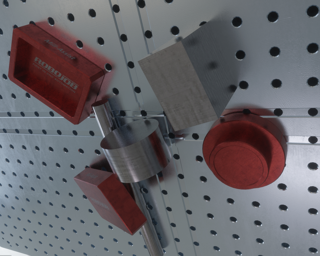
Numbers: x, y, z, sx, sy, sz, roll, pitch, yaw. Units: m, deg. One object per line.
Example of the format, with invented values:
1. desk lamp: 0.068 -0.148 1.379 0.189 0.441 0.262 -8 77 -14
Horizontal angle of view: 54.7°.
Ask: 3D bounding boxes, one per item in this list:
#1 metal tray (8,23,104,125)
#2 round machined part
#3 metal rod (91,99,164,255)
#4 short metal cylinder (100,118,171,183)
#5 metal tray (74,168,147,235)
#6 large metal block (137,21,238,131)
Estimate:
1. metal tray: -0.151 -0.075 0.440 0.130 0.030 0.089 34 129 5
2. round machined part: 0.098 0.034 0.370 0.098 0.042 0.097 13 124 20
3. metal rod: -0.045 0.096 0.493 0.025 0.025 0.298 -3 117 29
4. short metal cylinder: -0.031 0.028 0.410 0.080 0.080 0.050 -7 115 31
5. metal tray: -0.082 0.110 0.484 0.130 0.030 0.090 -5 119 59
6. large metal block: 0.033 -0.055 0.324 0.050 0.080 0.080 -17 110 35
